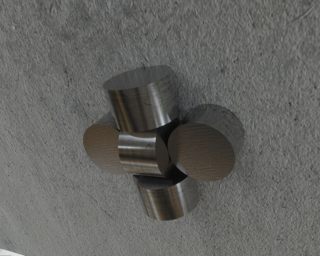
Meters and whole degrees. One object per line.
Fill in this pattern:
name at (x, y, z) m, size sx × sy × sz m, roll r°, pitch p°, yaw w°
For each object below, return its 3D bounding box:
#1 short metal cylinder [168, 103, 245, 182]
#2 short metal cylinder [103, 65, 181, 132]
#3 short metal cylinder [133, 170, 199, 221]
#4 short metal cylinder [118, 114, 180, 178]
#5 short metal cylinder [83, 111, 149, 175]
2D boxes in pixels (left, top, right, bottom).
short metal cylinder at (0.056, 0.017, 0.373) m, size 0.080 × 0.050 × 0.079 m, roll 13°, pitch 124°, yaw 21°
short metal cylinder at (-0.020, -0.036, 0.362) m, size 0.080 × 0.080 × 0.050 m, roll 0°, pitch 118°, yaw 28°
short metal cylinder at (0.009, 0.077, 0.417) m, size 0.080 × 0.080 × 0.050 m, roll 0°, pitch 118°, yaw 28°
short metal cylinder at (-0.008, 0.021, 0.391) m, size 0.050 × 0.080 × 0.080 m, roll 1°, pitch 119°, yaw 28°
short metal cylinder at (-0.059, 0.018, 0.435) m, size 0.080 × 0.050 × 0.079 m, roll 13°, pitch 123°, yaw 20°
